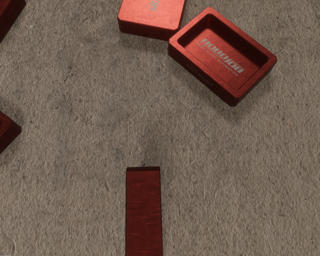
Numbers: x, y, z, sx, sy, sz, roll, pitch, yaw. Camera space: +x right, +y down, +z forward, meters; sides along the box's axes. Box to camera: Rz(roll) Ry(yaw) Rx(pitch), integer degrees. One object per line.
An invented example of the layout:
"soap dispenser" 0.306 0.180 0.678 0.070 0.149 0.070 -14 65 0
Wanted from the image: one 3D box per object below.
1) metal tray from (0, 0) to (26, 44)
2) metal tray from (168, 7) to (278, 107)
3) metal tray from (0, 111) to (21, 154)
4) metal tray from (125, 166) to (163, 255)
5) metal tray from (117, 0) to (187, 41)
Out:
"metal tray" -0.287 -0.188 0.471 0.131 0.030 0.090 19 71 6
"metal tray" 0.087 -0.104 0.444 0.130 0.030 0.090 43 75 13
"metal tray" -0.263 -0.005 0.404 0.130 0.030 0.090 35 73 11
"metal tray" -0.014 0.097 0.317 0.030 0.130 0.090 -2 70 -1
"metal tray" -0.005 -0.202 0.479 0.090 0.030 0.130 12 70 4
